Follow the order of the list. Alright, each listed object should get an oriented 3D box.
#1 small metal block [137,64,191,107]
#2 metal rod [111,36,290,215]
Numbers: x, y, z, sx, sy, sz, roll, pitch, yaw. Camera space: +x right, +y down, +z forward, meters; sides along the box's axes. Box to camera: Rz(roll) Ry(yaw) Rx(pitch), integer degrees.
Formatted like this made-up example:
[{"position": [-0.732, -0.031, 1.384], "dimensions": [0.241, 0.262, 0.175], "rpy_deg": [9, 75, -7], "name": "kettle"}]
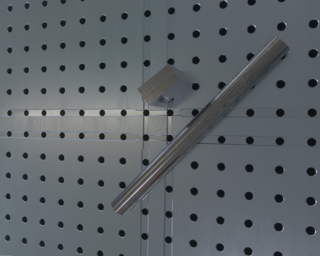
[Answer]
[{"position": [0.007, -0.053, 0.397], "dimensions": [0.050, 0.050, 0.025], "rpy_deg": [-37, 78, 16], "name": "small metal block"}, {"position": [0.042, 0.006, 0.397], "dimensions": [0.299, 0.025, 0.025], "rpy_deg": [-46, 76, 14], "name": "metal rod"}]
